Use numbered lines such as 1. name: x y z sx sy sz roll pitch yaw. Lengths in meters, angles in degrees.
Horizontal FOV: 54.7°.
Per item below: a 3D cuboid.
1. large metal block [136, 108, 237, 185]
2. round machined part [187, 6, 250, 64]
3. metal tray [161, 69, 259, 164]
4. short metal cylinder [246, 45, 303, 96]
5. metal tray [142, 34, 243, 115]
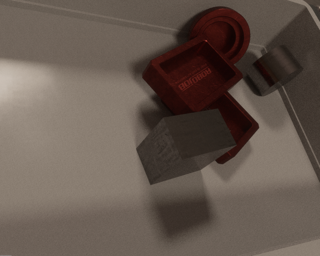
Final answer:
1. large metal block: 0.029 0.023 0.374 0.081 0.080 0.050 -11 67 -33
2. round machined part: 0.094 -0.150 0.510 0.099 0.097 0.042 20 28 -17
3. metal tray: 0.076 -0.022 0.458 0.130 0.030 0.091 48 51 5
4. short metal cylinder: 0.199 -0.099 0.541 0.081 0.080 0.050 -22 74 -36
5. metal tray: 0.050 -0.074 0.436 0.090 0.030 0.131 49 51 6
